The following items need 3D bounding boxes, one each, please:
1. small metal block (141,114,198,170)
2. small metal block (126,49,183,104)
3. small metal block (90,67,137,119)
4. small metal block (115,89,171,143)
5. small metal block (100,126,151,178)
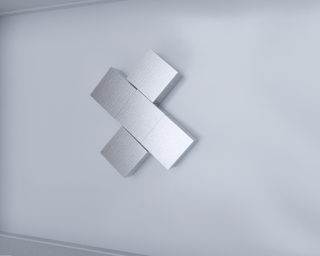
[{"bbox_3d":[0.012,0.018,0.404,0.050,0.025,0.050,43,103,15],"label":"small metal block"},{"bbox_3d":[-0.007,-0.067,0.410,0.050,0.025,0.050,43,102,14],"label":"small metal block"},{"bbox_3d":[-0.060,-0.048,0.429,0.050,0.025,0.050,43,103,15],"label":"small metal block"},{"bbox_3d":[-0.023,-0.015,0.416,0.050,0.025,0.050,43,103,15],"label":"small metal block"},{"bbox_3d":[-0.045,0.032,0.425,0.050,0.025,0.050,45,104,14],"label":"small metal block"}]
